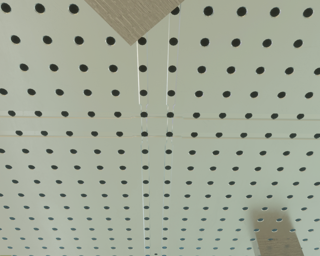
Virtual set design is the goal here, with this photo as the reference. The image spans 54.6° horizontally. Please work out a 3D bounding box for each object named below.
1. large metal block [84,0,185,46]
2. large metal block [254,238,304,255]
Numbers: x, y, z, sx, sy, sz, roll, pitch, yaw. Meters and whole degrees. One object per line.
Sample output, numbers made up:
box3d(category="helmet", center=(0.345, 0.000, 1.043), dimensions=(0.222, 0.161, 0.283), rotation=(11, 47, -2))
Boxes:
box3d(category="large metal block", center=(-0.024, -0.137, 0.278), dimensions=(0.080, 0.050, 0.080), rotation=(-34, 123, 25))
box3d(category="large metal block", center=(0.236, 0.267, 0.604), dimensions=(0.080, 0.080, 0.050), rotation=(-4, 130, 3))
